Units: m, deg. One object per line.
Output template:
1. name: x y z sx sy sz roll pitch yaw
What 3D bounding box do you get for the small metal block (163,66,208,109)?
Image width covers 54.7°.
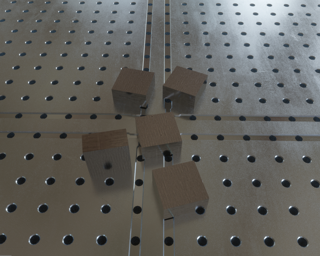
1. small metal block: 0.037 -0.062 0.460 0.050 0.025 0.050 20 53 16

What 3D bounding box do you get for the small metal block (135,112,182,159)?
1. small metal block: -0.003 0.009 0.400 0.050 0.025 0.050 -9 51 -8

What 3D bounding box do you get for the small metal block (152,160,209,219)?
1. small metal block: 0.022 0.069 0.350 0.050 0.025 0.050 -11 51 -10

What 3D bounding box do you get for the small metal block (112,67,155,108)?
1. small metal block: -0.038 -0.061 0.458 0.050 0.025 0.050 11 51 8

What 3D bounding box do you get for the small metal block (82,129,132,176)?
1. small metal block: -0.062 0.029 0.366 0.050 0.050 0.025 -8 51 -8
